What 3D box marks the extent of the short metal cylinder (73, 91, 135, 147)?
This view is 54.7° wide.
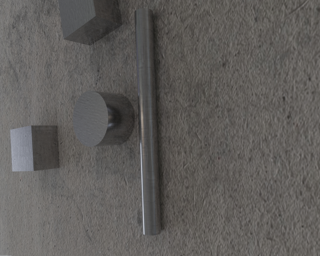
[{"bbox_3d":[-0.084,-0.013,0.458,0.080,0.050,0.080,0,90,40],"label":"short metal cylinder"}]

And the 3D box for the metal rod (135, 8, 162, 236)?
[{"bbox_3d":[-0.016,-0.009,0.418,0.025,0.025,0.298,-4,88,40],"label":"metal rod"}]

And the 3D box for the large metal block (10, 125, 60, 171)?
[{"bbox_3d":[-0.237,0.039,0.584,0.080,0.050,0.080,-8,85,39],"label":"large metal block"}]

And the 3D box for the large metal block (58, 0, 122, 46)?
[{"bbox_3d":[-0.110,-0.185,0.480,0.080,0.050,0.080,-17,79,38],"label":"large metal block"}]
